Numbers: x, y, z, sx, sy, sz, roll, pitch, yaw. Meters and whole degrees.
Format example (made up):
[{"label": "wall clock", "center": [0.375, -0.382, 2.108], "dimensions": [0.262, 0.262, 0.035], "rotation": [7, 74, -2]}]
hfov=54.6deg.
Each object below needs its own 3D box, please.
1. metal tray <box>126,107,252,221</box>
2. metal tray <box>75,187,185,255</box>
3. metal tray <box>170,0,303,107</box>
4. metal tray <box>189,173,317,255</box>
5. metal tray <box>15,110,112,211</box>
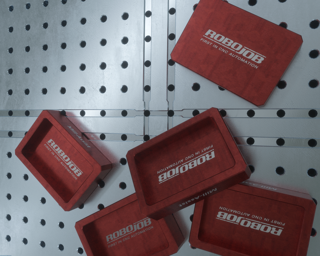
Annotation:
[{"label": "metal tray", "center": [0.030, 0.043, 0.373], "dimensions": [0.130, 0.030, 0.090], "rotation": [-28, 56, 11]}, {"label": "metal tray", "center": [-0.044, 0.144, 0.425], "dimensions": [0.130, 0.030, 0.090], "rotation": [-29, 81, 17]}, {"label": "metal tray", "center": [0.090, -0.094, 0.378], "dimensions": [0.130, 0.030, 0.090], "rotation": [32, 100, 17]}, {"label": "metal tray", "center": [0.107, 0.112, 0.372], "dimensions": [0.130, 0.030, 0.090], "rotation": [11, 94, 19]}, {"label": "metal tray", "center": [-0.146, 0.046, 0.462], "dimensions": [0.130, 0.030, 0.090], "rotation": [43, 103, 15]}]
